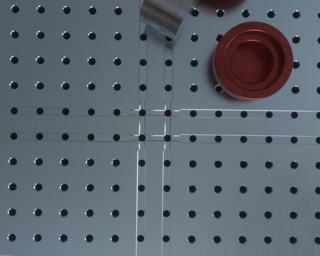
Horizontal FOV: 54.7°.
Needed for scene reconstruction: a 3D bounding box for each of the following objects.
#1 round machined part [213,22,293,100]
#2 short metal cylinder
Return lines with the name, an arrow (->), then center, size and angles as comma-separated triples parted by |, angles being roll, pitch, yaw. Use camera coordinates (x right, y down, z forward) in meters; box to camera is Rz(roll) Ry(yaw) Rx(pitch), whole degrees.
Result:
round machined part -> 0.118, -0.084, 0.406 | 0.099, 0.042, 0.097 | 0, 90, -1
short metal cylinder -> 0.016, -0.157, 0.386 | 0.050, 0.080, 0.080 | 29, 90, 0
